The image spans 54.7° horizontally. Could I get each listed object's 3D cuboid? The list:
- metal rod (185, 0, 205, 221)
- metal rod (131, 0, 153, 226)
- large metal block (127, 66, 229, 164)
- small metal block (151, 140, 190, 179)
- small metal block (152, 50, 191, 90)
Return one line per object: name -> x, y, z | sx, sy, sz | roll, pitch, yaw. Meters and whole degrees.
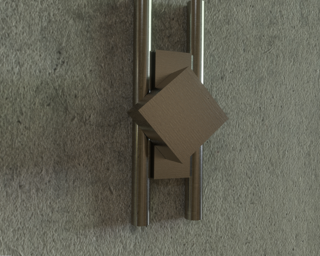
metal rod -> 0.048, -0.024, 0.430 | 0.025, 0.025, 0.298 | 1, 90, -20
metal rod -> -0.023, -0.025, 0.403 | 0.025, 0.025, 0.298 | 1, 90, -20
large metal block -> 0.021, -0.015, 0.377 | 0.080, 0.050, 0.080 | -43, 104, -15
small metal block -> 0.012, 0.041, 0.415 | 0.050, 0.025, 0.050 | 1, 90, -21
small metal block -> 0.013, -0.075, 0.415 | 0.050, 0.025, 0.050 | 1, 90, -21
